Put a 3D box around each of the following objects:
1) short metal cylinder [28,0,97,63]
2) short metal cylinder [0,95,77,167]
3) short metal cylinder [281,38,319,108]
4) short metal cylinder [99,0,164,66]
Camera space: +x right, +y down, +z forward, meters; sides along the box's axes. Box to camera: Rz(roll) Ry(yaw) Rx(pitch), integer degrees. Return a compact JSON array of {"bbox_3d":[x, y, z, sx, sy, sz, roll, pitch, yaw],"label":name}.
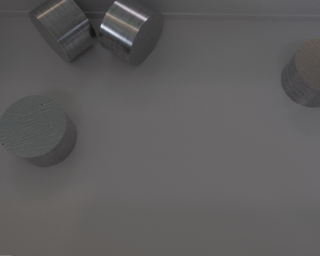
[{"bbox_3d":[-0.134,-0.138,0.430,0.050,0.080,0.080,-42,76,-14],"label":"short metal cylinder"},{"bbox_3d":[-0.152,0.005,0.393,0.081,0.050,0.080,0,70,0],"label":"short metal cylinder"},{"bbox_3d":[0.216,-0.075,0.425,0.081,0.050,0.080,0,70,0],"label":"short metal cylinder"},{"bbox_3d":[-0.038,-0.134,0.429,0.050,0.080,0.080,33,73,11],"label":"short metal cylinder"}]
